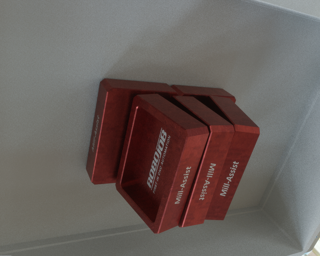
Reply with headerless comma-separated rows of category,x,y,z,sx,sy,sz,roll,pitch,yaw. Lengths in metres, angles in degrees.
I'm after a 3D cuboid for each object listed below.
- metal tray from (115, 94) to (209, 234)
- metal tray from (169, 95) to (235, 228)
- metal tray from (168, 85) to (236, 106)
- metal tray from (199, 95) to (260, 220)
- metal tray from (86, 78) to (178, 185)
metal tray,-0.004,0.038,0.343,0.030,0.090,0.129,-8,123,-40
metal tray,0.031,0.037,0.364,0.030,0.090,0.129,0,117,-28
metal tray,0.043,0.008,0.432,0.091,0.030,0.129,0,118,-29
metal tray,0.068,0.036,0.382,0.030,0.090,0.129,7,116,-16
metal tray,-0.036,0.007,0.387,0.091,0.030,0.129,0,118,-29
